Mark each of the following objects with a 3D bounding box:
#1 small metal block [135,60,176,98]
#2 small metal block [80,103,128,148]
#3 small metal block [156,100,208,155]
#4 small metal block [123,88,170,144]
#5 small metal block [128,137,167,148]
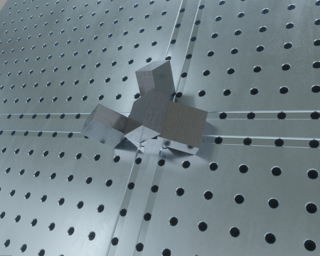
[{"bbox_3d":[-0.005,-0.060,0.419,0.025,0.050,0.050,3,27,30],"label":"small metal block"},{"bbox_3d":[-0.072,-0.002,0.419,0.050,0.050,0.025,-37,34,51],"label":"small metal block"},{"bbox_3d":[0.027,0.000,0.381,0.050,0.025,0.050,16,66,1],"label":"small metal block"},{"bbox_3d":[-0.017,-0.014,0.379,0.050,0.025,0.050,-27,43,55],"label":"small metal block"},{"bbox_3d":[-0.011,-0.003,0.417,0.050,0.025,0.050,3,63,29],"label":"small metal block"}]
